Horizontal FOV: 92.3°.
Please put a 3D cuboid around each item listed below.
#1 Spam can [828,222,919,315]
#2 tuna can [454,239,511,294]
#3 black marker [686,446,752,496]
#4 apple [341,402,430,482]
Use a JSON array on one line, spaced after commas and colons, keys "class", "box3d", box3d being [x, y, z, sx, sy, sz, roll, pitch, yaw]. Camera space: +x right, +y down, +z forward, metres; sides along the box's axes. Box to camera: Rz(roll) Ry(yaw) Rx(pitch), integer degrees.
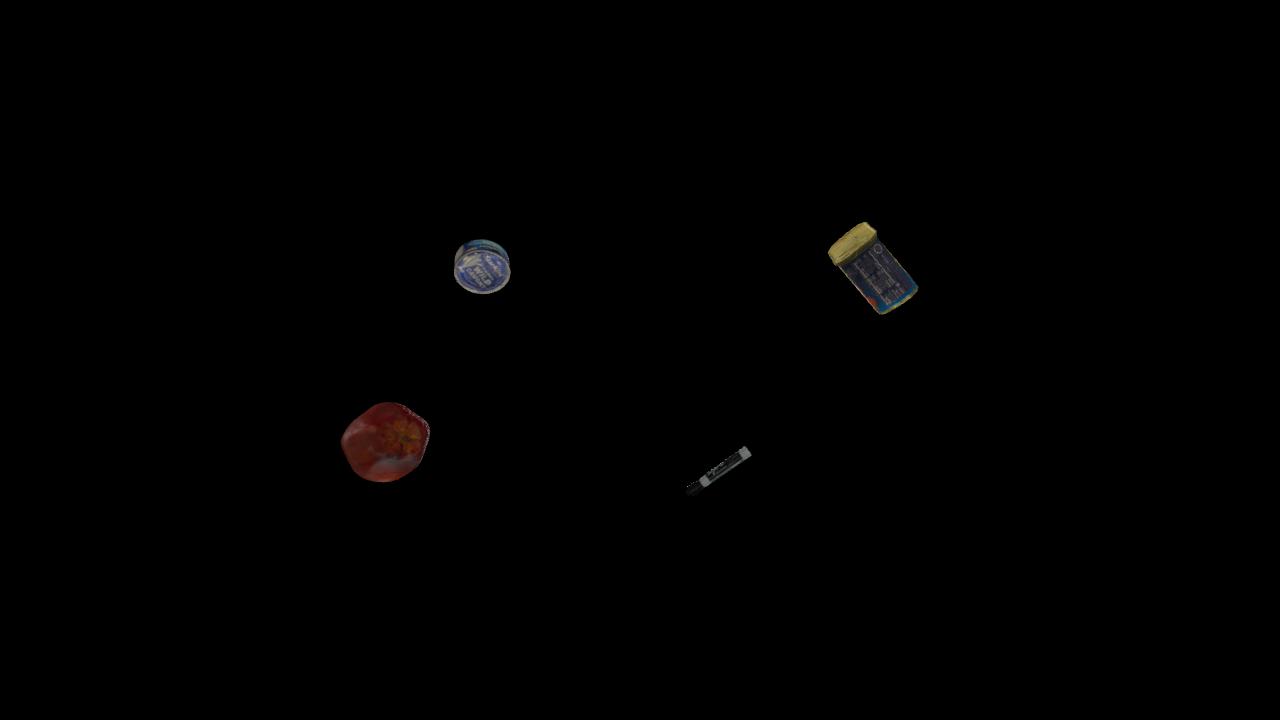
[{"class": "Spam can", "box3d": [0.276, -0.109, 0.732, 0.058, 0.085, 0.101, -40, 9, 22]}, {"class": "tuna can", "box3d": [-0.243, -0.144, 0.948, 0.084, 0.034, 0.084, -8, -42, -7]}, {"class": "black marker", "box3d": [0.125, 0.180, 0.987, 0.121, 0.020, 0.020, -36, -1, 2]}, {"class": "apple", "box3d": [-0.248, 0.081, 0.607, 0.079, 0.079, 0.093, 0, -15, -42]}]
